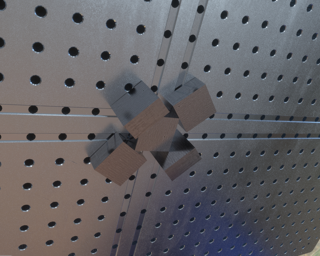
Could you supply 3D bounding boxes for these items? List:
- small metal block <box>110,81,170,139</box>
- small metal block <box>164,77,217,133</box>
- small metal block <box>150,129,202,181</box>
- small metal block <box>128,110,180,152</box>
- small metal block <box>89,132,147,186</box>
[{"bbox_3d":[-0.025,-0.022,0.367,0.050,0.050,0.025,-39,130,-1],"label":"small metal block"},{"bbox_3d":[0.042,-0.031,0.414,0.050,0.025,0.050,-34,129,-5],"label":"small metal block"},{"bbox_3d":[0.021,0.037,0.428,0.050,0.050,0.025,-36,129,-4],"label":"small metal block"},{"bbox_3d":[-0.008,0.003,0.407,0.050,0.025,0.050,4,115,-29],"label":"small metal block"},{"bbox_3d":[-0.054,0.041,0.406,0.050,0.025,0.050,-44,130,2],"label":"small metal block"}]
